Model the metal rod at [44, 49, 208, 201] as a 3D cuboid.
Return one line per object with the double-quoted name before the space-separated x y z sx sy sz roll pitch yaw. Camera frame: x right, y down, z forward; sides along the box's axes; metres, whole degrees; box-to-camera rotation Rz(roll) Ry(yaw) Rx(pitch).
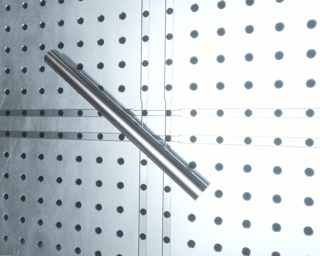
"metal rod" -0.056 -0.013 0.431 0.300 0.025 0.025 41 103 15
